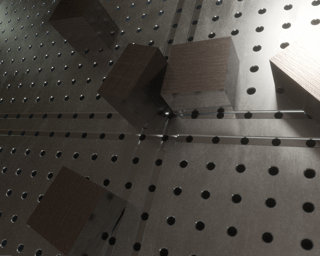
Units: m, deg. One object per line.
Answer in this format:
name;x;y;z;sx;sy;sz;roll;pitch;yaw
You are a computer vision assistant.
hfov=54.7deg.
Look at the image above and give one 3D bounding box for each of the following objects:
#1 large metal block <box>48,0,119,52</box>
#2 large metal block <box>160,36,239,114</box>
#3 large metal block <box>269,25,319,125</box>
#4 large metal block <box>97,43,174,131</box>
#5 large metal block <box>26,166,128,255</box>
large metal block;-0.134;-0.184;0.554;0.080;0.080;0.050;4;64;30
large metal block;0.055;-0.066;0.403;0.080;0.050;0.080;-1;61;27
large metal block;0.181;-0.061;0.335;0.080;0.050;0.080;-35;51;4
large metal block;-0.024;-0.054;0.417;0.050;0.080;0.080;18;71;35
large metal block;-0.101;0.103;0.380;0.080;0.050;0.080;19;71;35
